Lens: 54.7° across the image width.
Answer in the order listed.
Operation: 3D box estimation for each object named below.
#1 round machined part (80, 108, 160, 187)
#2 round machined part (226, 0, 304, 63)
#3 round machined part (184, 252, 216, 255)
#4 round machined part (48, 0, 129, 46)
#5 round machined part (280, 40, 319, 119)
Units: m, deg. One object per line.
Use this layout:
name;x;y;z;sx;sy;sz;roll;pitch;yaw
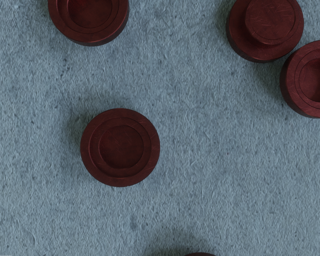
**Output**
round machined part;-0.049;0.024;0.401;0.099;0.042;0.097;0;90;0
round machined part;0.139;-0.137;0.402;0.099;0.042;0.097;0;90;0
round machined part;0.052;0.209;0.402;0.099;0.042;0.097;0;90;0
round machined part;-0.089;-0.154;0.401;0.099;0.042;0.097;0;90;0
round machined part;0.204;-0.061;0.403;0.099;0.042;0.097;0;90;0
